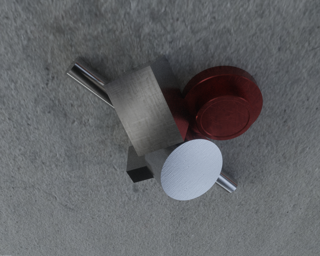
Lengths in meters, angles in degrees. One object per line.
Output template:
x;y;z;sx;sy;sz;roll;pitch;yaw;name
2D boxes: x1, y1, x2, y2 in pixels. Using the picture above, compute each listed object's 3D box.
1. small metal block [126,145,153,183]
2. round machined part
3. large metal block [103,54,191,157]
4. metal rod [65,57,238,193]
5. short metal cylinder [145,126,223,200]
-0.017;0.043;0.430;0.050;0.050;0.025;-17;128;13;small metal block
0.076;-0.023;0.378;0.099;0.042;0.097;-1;130;0;round machined part
-0.008;-0.028;0.335;0.050;0.080;0.080;-20;106;17;large metal block
0.006;0.010;0.418;0.025;0.025;0.301;-37;122;27;metal rod
0.028;0.040;0.378;0.081;0.050;0.079;-10;115;-21;short metal cylinder
